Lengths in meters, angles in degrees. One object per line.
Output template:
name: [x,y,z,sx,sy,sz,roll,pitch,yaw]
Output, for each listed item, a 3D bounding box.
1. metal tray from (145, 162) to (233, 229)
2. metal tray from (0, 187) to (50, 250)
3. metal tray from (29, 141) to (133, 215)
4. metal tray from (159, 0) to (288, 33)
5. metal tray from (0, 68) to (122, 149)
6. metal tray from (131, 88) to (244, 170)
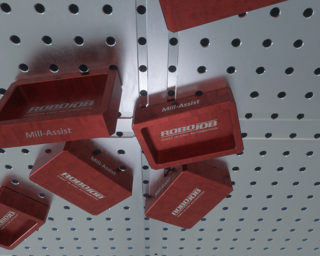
metal tray: [0.043,0.109,0.501,0.090,0.030,0.129,23,127,-18]
metal tray: [-0.268,0.162,0.543,0.090,0.030,0.130,35,122,-26]
metal tray: [-0.117,0.078,0.474,0.090,0.030,0.130,-34,123,25]
metal tray: [0.058,-0.150,0.281,0.130,0.030,0.090,-13,129,10]
metal tray: [-0.113,-0.024,0.347,0.131,0.090,0.030,-6,130,5]
metal tray: [0.038,0.005,0.412,0.130,0.030,0.090,-13,129,10]
